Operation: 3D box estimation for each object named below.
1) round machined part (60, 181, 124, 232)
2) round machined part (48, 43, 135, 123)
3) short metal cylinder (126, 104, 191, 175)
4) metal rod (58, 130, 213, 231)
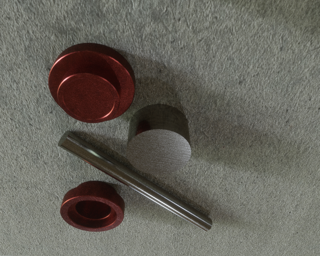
[{"bbox_3d":[-0.106,0.122,0.499,0.099,0.042,0.097,0,130,0],"label":"round machined part"},{"bbox_3d":[-0.079,-0.044,0.358,0.099,0.042,0.097,0,130,0],"label":"round machined part"},{"bbox_3d":[-0.002,0.016,0.404,0.081,0.050,0.079,0,130,0],"label":"short metal cylinder"},{"bbox_3d":[-0.023,0.093,0.486,0.301,0.025,0.025,37,121,-27],"label":"metal rod"}]
